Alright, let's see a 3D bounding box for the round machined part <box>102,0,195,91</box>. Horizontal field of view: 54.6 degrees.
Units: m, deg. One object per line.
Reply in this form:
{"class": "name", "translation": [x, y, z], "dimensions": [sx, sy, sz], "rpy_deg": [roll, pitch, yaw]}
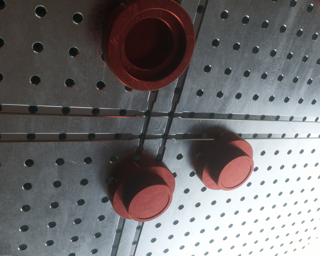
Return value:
{"class": "round machined part", "translation": [-0.015, -0.093, 0.334], "dimensions": [0.099, 0.042, 0.097], "rpy_deg": [-14, 124, -21]}

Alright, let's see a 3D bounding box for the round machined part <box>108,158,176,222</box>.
{"class": "round machined part", "translation": [-0.021, 0.096, 0.447], "dimensions": [0.099, 0.042, 0.097], "rpy_deg": [-14, 124, -21]}

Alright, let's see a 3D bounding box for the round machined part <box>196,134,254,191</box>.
{"class": "round machined part", "translation": [0.110, 0.062, 0.497], "dimensions": [0.099, 0.042, 0.097], "rpy_deg": [-14, 124, -21]}
